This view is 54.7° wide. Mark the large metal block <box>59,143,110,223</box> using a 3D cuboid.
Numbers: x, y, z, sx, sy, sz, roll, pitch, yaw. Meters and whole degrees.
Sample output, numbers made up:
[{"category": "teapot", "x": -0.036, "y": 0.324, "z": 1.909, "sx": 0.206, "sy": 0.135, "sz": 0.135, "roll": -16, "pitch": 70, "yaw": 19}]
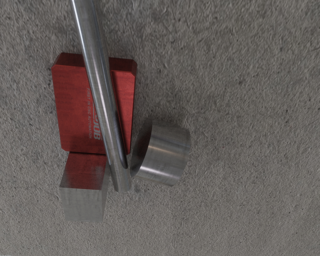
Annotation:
[{"category": "large metal block", "x": -0.100, "y": 0.074, "z": 0.429, "sx": 0.050, "sy": 0.080, "sz": 0.079, "roll": 5, "pitch": 134, "yaw": -4}]

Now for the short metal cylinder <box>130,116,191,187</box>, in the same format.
[{"category": "short metal cylinder", "x": -0.001, "y": 0.030, "z": 0.397, "sx": 0.050, "sy": 0.080, "sz": 0.079, "roll": 18, "pitch": 128, "yaw": -15}]

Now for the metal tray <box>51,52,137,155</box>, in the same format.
[{"category": "metal tray", "x": -0.078, "y": -0.024, "z": 0.383, "sx": 0.091, "sy": 0.030, "sz": 0.129, "roll": 5, "pitch": 130, "yaw": -4}]

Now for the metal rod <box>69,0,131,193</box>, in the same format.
[{"category": "metal rod", "x": -0.061, "y": -0.032, "z": 0.339, "sx": 0.025, "sy": 0.025, "sz": 0.298, "roll": -3, "pitch": 130, "yaw": 2}]
